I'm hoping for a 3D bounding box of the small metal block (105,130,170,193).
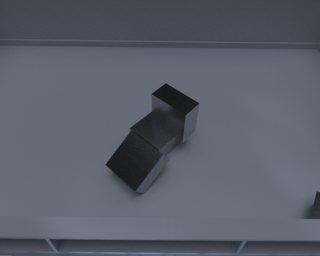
[{"bbox_3d":[-0.026,0.039,0.358,0.050,0.025,0.050,36,89,26],"label":"small metal block"}]

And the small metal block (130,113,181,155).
[{"bbox_3d":[-0.003,0.008,0.399,0.050,0.025,0.050,36,58,26],"label":"small metal block"}]

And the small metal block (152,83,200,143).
[{"bbox_3d":[0.017,-0.018,0.372,0.050,0.050,0.025,34,58,25],"label":"small metal block"}]

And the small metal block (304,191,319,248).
[{"bbox_3d":[0.181,0.099,0.316,0.050,0.025,0.050,13,47,29],"label":"small metal block"}]

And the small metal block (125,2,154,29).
[{"bbox_3d":[-0.039,-0.213,0.586,0.050,0.025,0.050,-3,50,-4],"label":"small metal block"}]
